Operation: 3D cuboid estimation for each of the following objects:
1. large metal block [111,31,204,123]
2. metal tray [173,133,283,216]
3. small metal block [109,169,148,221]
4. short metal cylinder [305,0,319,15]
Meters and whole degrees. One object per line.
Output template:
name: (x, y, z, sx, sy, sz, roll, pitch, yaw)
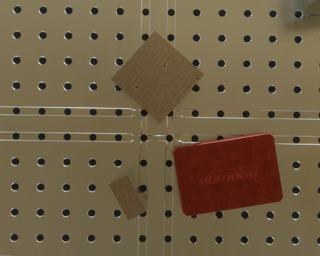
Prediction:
large metal block: (-0.003, -0.062, 0.401, 0.080, 0.050, 0.080, 42, 90, 0)
metal tray: (0.088, 0.060, 0.411, 0.131, 0.030, 0.089, -9, 90, 0)
small metal block: (-0.039, 0.085, 0.400, 0.025, 0.050, 0.050, -28, 90, 0)
short metal cylinder: (0.224, -0.180, 0.387, 0.080, 0.080, 0.050, -4, 90, 0)
